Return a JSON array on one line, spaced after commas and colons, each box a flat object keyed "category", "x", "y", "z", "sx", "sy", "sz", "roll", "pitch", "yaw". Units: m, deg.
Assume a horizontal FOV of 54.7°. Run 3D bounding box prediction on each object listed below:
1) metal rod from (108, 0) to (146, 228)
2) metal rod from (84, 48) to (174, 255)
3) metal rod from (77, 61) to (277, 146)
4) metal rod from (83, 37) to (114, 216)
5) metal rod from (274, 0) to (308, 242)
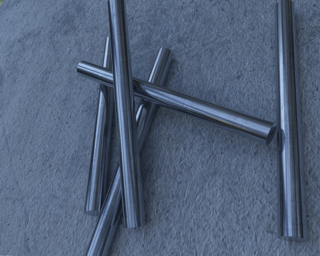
[{"category": "metal rod", "x": -0.044, "y": -0.031, "z": 0.391, "sx": 0.025, "sy": 0.025, "sz": 0.299, "roll": -13, "pitch": 73, "yaw": 21}, {"category": "metal rod", "x": -0.033, "y": 0.018, "z": 0.409, "sx": 0.025, "sy": 0.025, "sz": 0.300, "roll": 3, "pitch": 63, "yaw": 30}, {"category": "metal rod", "x": -0.002, "y": -0.043, "z": 0.399, "sx": 0.300, "sy": 0.025, "sz": 0.025, "roll": 23, "pitch": 74, "yaw": 32}, {"category": "metal rod", "x": -0.082, "y": -0.022, "z": 0.460, "sx": 0.025, "sy": 0.025, "sz": 0.299, "roll": -14, "pitch": 56, "yaw": 21}, {"category": "metal rod", "x": 0.143, "y": -0.031, "z": 0.347, "sx": 0.025, "sy": 0.025, "sz": 0.300, "roll": -4, "pitch": 60, "yaw": 26}]
